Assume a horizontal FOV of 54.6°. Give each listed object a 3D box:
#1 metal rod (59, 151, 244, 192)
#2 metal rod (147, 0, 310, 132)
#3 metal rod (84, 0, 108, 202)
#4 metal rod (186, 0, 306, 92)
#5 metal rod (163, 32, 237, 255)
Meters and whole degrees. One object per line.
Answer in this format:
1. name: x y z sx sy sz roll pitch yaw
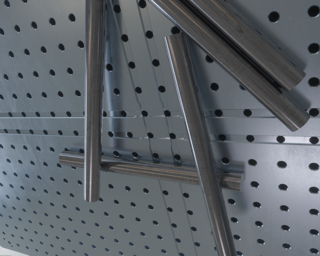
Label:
1. metal rod: -0.029 0.061 0.464 0.300 0.025 0.025 4 120 26
2. metal rod: 0.038 -0.106 0.326 0.300 0.025 0.025 42 129 -1
3. metal rod: -0.091 -0.020 0.427 0.025 0.025 0.298 18 119 18
4. metal rod: 0.025 -0.146 0.308 0.300 0.025 0.025 42 129 -1
5. metal rod: 0.054 0.036 0.379 0.025 0.025 0.299 -6 108 31
